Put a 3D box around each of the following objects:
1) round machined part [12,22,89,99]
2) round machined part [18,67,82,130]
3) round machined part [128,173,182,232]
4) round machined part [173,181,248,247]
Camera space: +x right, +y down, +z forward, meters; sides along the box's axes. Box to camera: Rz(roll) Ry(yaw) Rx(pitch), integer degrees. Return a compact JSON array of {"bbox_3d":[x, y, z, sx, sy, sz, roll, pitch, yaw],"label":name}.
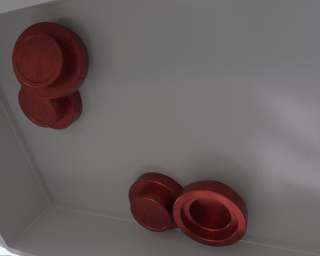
[{"bbox_3d":[-0.146,-0.086,0.397,0.098,0.042,0.097,1,97,11],"label":"round machined part"},{"bbox_3d":[-0.170,-0.040,0.463,0.098,0.042,0.097,13,124,21],"label":"round machined part"},{"bbox_3d":[-0.006,0.120,0.475,0.098,0.042,0.097,13,124,21],"label":"round machined part"},{"bbox_3d":[0.071,0.112,0.425,0.098,0.042,0.097,9,121,16],"label":"round machined part"}]
